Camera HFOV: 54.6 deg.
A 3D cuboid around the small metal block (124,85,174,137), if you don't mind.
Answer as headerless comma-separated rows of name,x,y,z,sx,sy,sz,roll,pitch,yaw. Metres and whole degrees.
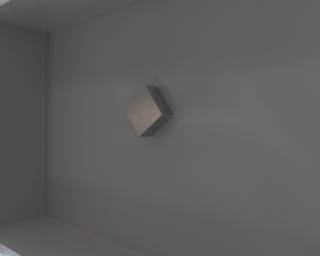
small metal block,-0.016,-0.023,0.421,0.050,0.025,0.050,-43,64,31
